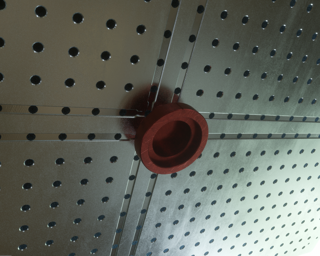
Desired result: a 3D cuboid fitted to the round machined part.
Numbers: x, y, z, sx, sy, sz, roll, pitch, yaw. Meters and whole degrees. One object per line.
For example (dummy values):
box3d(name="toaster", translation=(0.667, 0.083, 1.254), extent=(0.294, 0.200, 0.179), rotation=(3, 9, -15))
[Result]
box3d(name="round machined part", translation=(0.012, 0.010, 0.412), extent=(0.099, 0.042, 0.097), rotation=(-14, 124, -21))
